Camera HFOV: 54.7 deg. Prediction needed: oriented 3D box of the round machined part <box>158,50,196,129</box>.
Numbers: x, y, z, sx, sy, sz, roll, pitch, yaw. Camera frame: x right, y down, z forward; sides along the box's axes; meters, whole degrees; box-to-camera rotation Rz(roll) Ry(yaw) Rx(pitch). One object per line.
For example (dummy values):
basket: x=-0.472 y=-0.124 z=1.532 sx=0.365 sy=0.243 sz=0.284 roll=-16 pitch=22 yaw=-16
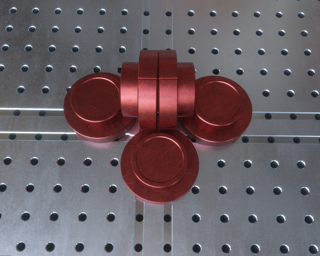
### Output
round machined part: x=0.020 y=-0.047 z=0.385 sx=0.042 sy=0.098 sz=0.098 roll=-1 pitch=70 yaw=-1

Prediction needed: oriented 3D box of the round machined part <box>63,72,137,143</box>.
round machined part: x=-0.080 y=-0.032 z=0.413 sx=0.099 sy=0.042 sz=0.098 roll=0 pitch=70 yaw=-1

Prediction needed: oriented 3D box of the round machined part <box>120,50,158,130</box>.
round machined part: x=-0.024 y=-0.047 z=0.383 sx=0.042 sy=0.098 sz=0.098 roll=1 pitch=70 yaw=0

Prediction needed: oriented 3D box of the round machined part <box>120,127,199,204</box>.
round machined part: x=0.000 y=0.044 z=0.386 sx=0.099 sy=0.042 sz=0.098 roll=0 pitch=70 yaw=-1

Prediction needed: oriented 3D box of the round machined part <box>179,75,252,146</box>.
round machined part: x=0.074 y=-0.028 z=0.413 sx=0.099 sy=0.042 sz=0.098 roll=0 pitch=70 yaw=-1
